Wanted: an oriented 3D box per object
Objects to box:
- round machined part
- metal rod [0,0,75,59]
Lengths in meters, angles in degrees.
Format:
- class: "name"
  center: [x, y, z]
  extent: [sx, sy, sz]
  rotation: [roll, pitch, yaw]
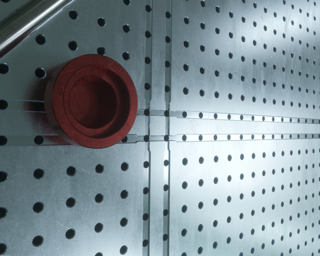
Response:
- class: "round machined part"
  center: [-0.076, -0.027, 0.334]
  extent: [0.099, 0.042, 0.097]
  rotation: [0, 90, -40]
- class: "metal rod"
  center: [-0.122, -0.114, 0.306]
  extent: [0.301, 0.025, 0.025]
  rotation: [-53, 121, -27]
